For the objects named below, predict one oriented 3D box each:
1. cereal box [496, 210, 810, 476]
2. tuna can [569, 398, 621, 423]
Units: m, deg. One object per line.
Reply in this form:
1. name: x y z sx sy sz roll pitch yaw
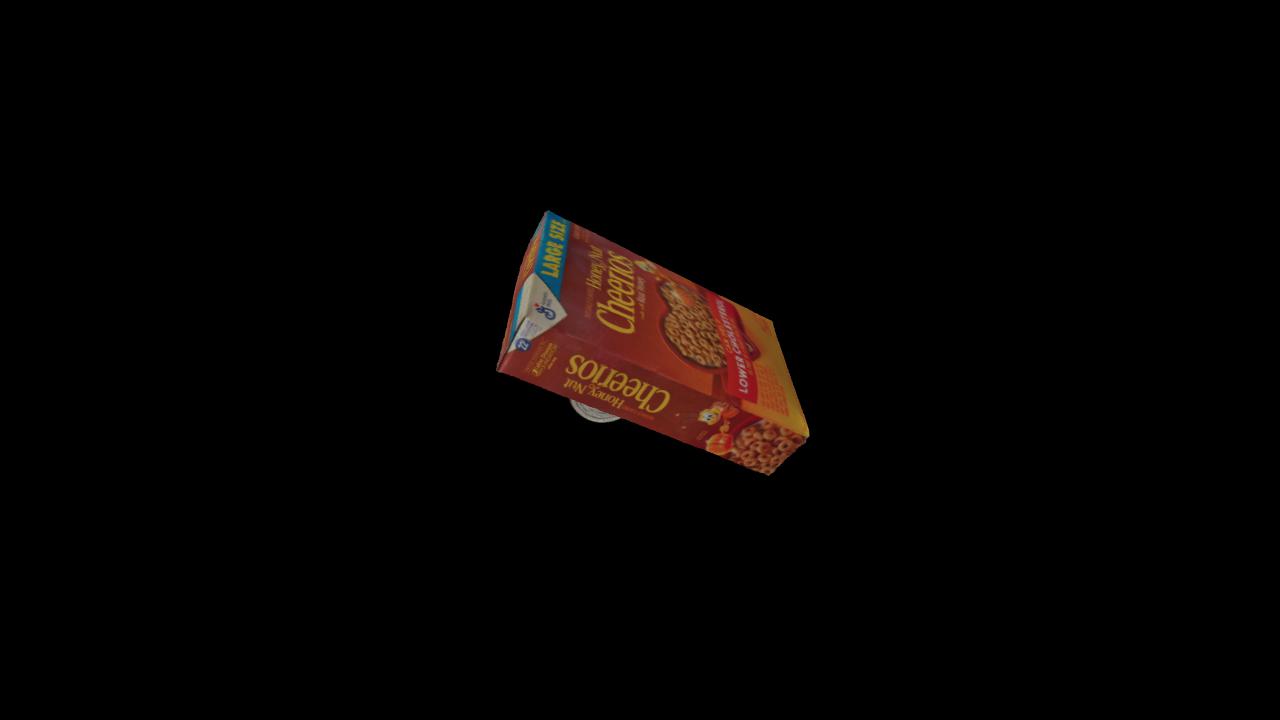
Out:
1. cereal box: 0.017 -0.020 0.643 0.306 0.081 0.203 24 34 -19
2. tuna can: -0.041 0.028 0.693 0.084 0.084 0.034 0 23 -11
